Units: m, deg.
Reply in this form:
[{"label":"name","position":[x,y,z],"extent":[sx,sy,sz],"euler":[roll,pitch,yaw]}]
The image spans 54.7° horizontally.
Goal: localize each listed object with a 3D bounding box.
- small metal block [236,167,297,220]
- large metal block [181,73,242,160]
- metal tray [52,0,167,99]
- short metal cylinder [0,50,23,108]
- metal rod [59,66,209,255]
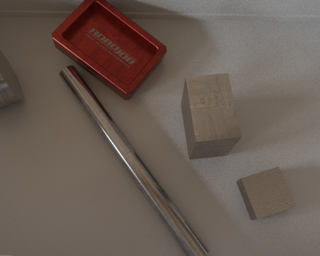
[{"label":"small metal block","position":[0.130,0.081,0.382],"extent":[0.050,0.025,0.050],"euler":[-16,71,-6]},{"label":"large metal block","position":[0.059,-0.011,0.385],"extent":[0.050,0.080,0.080],"euler":[-6,70,-2]},{"label":"metal tray","position":[-0.068,-0.113,0.431],"extent":[0.130,0.030,0.090],"euler":[37,74,-2]},{"label":"short metal cylinder","position":[-0.222,-0.064,0.401],"extent":[0.050,0.080,0.080],"euler":[-25,72,-9]},{"label":"metal rod","position":[-0.042,0.035,0.396],"extent":[0.025,0.025,0.300],"euler":[-34,74,-12]}]
